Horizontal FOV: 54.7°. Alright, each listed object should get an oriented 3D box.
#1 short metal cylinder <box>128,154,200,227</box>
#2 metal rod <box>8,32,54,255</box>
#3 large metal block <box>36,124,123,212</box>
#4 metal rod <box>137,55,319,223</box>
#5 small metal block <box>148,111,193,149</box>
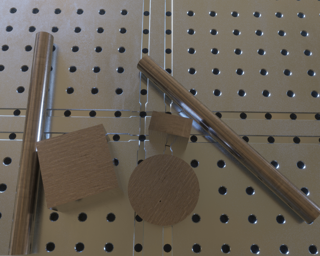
[{"bbox_3d":[0.004,0.076,0.371,0.081,0.050,0.080,0,70,0],"label":"short metal cylinder"},{"bbox_3d":[-0.166,0.005,0.407,0.025,0.025,0.299,-2,70,-1],"label":"metal rod"},{"bbox_3d":[-0.096,0.050,0.379,0.081,0.050,0.080,-16,71,-6],"label":"large metal block"},{"bbox_3d":[0.081,0.006,0.410,0.025,0.025,0.300,-43,76,-14],"label":"metal rod"},{"bbox_3d":[0.013,0.004,0.397,0.050,0.050,0.025,12,71,4],"label":"small metal block"}]
